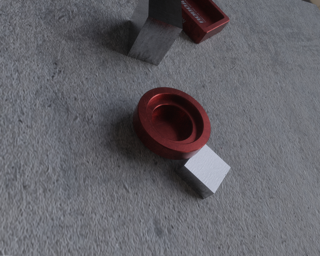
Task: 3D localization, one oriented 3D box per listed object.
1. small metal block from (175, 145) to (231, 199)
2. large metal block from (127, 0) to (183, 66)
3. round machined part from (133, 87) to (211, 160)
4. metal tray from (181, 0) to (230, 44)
[{"bbox_3d":[0.056,0.055,0.403,0.050,0.025,0.050,43,51,1],"label":"small metal block"},{"bbox_3d":[-0.009,-0.154,0.459,0.050,0.080,0.080,14,56,-21],"label":"large metal block"},{"bbox_3d":[0.012,-0.002,0.398,0.099,0.042,0.098,13,53,-17],"label":"round machined part"},{"bbox_3d":[0.056,-0.222,0.568,0.130,0.030,0.091,48,51,5],"label":"metal tray"}]
